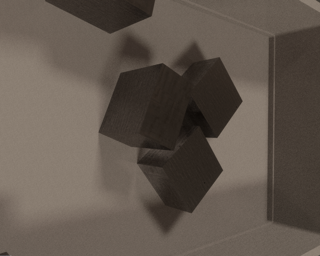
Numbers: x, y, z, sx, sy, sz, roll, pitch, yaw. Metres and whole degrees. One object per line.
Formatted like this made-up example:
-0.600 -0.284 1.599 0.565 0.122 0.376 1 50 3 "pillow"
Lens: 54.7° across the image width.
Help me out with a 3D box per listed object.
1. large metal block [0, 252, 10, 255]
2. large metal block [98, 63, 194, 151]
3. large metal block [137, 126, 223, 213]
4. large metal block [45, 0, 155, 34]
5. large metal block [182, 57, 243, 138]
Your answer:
-0.152 0.148 0.244 0.081 0.080 0.050 -5 94 -40 "large metal block"
-0.017 -0.022 0.358 0.050 0.080 0.080 28 72 -37 "large metal block"
0.030 0.053 0.417 0.080 0.050 0.080 -46 118 -30 "large metal block"
-0.059 -0.147 0.322 0.080 0.080 0.050 18 79 -39 "large metal block"
0.065 -0.042 0.447 0.080 0.050 0.080 -50 120 -28 "large metal block"
